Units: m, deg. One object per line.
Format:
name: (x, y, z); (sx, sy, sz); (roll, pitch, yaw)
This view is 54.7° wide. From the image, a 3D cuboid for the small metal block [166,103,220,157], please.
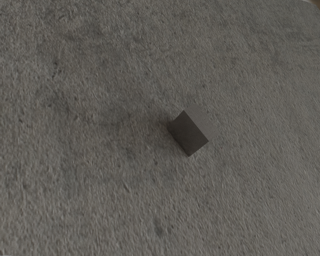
small metal block: (0.043, 0.003, 0.411); (0.025, 0.050, 0.050); (-32, 80, -38)
